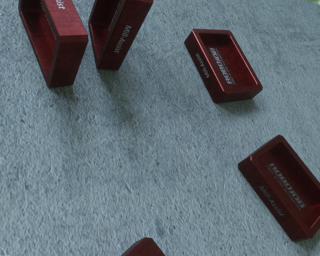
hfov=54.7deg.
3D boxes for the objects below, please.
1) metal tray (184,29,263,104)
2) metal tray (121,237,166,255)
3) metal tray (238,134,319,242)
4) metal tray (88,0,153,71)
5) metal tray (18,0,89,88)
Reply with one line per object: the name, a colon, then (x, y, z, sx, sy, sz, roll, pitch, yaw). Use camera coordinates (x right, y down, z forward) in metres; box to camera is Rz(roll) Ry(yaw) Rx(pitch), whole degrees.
metal tray: (0.106, -0.107, 0.522, 0.091, 0.030, 0.130, -9, 66, -32)
metal tray: (-0.006, 0.182, 0.286, 0.091, 0.030, 0.130, -34, 81, -38)
metal tray: (0.184, 0.083, 0.448, 0.091, 0.030, 0.130, -27, 76, -37)
metal tray: (-0.056, -0.147, 0.396, 0.030, 0.129, 0.090, -1, 62, -29)
metal tray: (-0.131, -0.125, 0.367, 0.030, 0.090, 0.130, -14, 69, -34)
